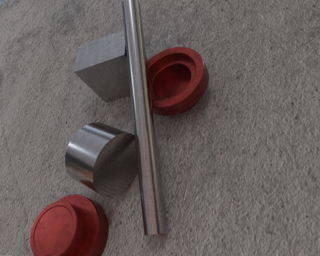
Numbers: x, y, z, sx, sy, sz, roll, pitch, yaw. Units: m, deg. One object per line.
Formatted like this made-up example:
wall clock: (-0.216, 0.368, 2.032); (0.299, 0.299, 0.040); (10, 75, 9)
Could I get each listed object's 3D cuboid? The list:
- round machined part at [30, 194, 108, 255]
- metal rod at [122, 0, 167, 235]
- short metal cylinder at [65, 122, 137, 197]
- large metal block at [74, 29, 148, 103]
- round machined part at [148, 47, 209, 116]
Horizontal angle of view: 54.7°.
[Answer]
round machined part: (-0.116, 0.128, 0.375); (0.098, 0.042, 0.098); (-13, 56, 21)
metal rod: (-0.022, -0.027, 0.380); (0.025, 0.025, 0.299); (-14, 72, 21)
short metal cylinder: (-0.067, 0.038, 0.381); (0.050, 0.080, 0.080); (19, 72, 35)
large metal block: (-0.066, -0.088, 0.457); (0.080, 0.080, 0.050); (-14, 56, 21)
round machined part: (0.019, -0.058, 0.419); (0.098, 0.042, 0.098); (-13, 56, 21)
